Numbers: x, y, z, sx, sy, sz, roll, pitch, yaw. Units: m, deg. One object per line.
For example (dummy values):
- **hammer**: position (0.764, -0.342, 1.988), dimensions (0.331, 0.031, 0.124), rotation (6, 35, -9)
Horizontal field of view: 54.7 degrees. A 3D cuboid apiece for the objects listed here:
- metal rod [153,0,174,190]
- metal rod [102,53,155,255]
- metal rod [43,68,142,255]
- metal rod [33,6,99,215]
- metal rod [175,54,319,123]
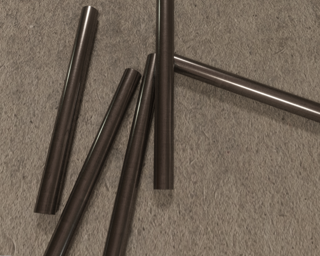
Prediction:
- **metal rod**: position (0.006, -0.070, 0.414), dimensions (0.025, 0.025, 0.299), rotation (1, 77, 0)
- **metal rod**: position (-0.032, 0.038, 0.393), dimensions (0.025, 0.025, 0.299), rotation (10, 70, 3)
- **metal rod**: position (-0.086, 0.056, 0.386), dimensions (0.025, 0.025, 0.299), rotation (18, 71, 6)
- **metal rod**: position (-0.122, -0.037, 0.420), dimensions (0.025, 0.025, 0.299), rotation (6, 70, 2)
- **metal rod**: position (0.154, -0.043, 0.425), dimensions (0.301, 0.025, 0.025), rotation (21, 71, 7)
